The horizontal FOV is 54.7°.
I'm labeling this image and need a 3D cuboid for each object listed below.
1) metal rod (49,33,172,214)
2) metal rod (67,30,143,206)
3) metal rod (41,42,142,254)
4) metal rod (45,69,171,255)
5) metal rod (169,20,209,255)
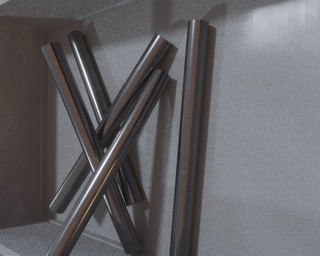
[{"bbox_3d":[-0.076,0.003,0.440,0.025,0.025,0.299,43,107,31],"label":"metal rod"},{"bbox_3d":[-0.090,-0.026,0.481,0.025,0.025,0.299,-35,68,34],"label":"metal rod"},{"bbox_3d":[-0.090,0.031,0.420,0.025,0.025,0.299,-17,97,39],"label":"metal rod"},{"bbox_3d":[-0.069,0.058,0.385,0.025,0.025,0.299,23,79,38],"label":"metal rod"},{"bbox_3d":[0.035,0.023,0.378,0.025,0.025,0.298,7,95,40],"label":"metal rod"}]
